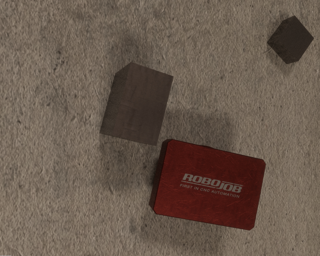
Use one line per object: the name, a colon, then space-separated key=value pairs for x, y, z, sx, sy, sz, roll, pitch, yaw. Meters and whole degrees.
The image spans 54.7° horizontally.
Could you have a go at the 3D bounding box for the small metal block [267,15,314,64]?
small metal block: x=0.205 y=-0.138 z=0.487 sx=0.050 sy=0.025 sz=0.050 roll=41 pitch=77 yaw=-16

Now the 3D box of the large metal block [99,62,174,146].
large metal block: x=-0.031 y=-0.025 z=0.369 sx=0.050 sy=0.080 sz=0.080 roll=15 pitch=85 yaw=-20

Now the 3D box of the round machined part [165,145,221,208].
round machined part: x=0.056 y=0.072 z=0.422 sx=0.099 sy=0.042 sz=0.097 roll=0 pitch=90 yaw=-21

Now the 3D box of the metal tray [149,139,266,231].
metal tray: x=0.060 y=0.070 z=0.388 sx=0.131 sy=0.030 sz=0.090 roll=13 pitch=85 yaw=-11
